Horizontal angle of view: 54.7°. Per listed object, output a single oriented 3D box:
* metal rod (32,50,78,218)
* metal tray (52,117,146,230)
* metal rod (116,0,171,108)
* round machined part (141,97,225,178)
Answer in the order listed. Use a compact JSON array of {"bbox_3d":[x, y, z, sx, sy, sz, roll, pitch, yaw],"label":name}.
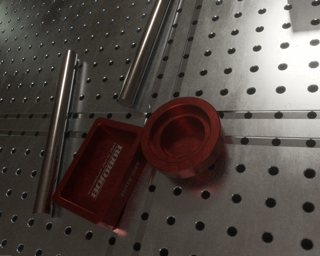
[{"bbox_3d":[-0.162,-0.009,0.496,0.025,0.025,0.299,-15,56,20],"label":"metal rod"},{"bbox_3d":[-0.073,0.054,0.408,0.090,0.030,0.130,13,68,33],"label":"metal tray"},{"bbox_3d":[-0.011,-0.168,0.515,0.025,0.025,0.300,3,63,29],"label":"metal rod"},{"bbox_3d":[0.030,0.014,0.372,0.098,0.042,0.098,-13,56,20],"label":"round machined part"}]
